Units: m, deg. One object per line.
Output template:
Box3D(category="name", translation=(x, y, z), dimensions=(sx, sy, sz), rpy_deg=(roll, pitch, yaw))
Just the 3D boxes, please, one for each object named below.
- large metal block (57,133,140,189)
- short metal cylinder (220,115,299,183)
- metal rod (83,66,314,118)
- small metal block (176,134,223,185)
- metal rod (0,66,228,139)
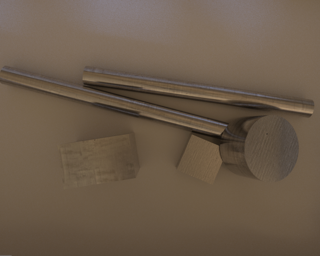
Box3D(category="large metal block", translation=(-0.071, 0.037, 0.383), dimensions=(0.081, 0.080, 0.050), rpy_deg=(-9, 90, 0))
Box3D(category="short metal cylinder", translation=(0.124, 0.024, 0.388), dimensions=(0.081, 0.050, 0.079), rpy_deg=(0, 90, -22))
Box3D(category="metal rod", translation=(0.050, -0.048, 0.412), dimensions=(0.302, 0.025, 0.025), rpy_deg=(8, 90, -1))
Box3D(category="small metal block", translation=(0.055, 0.041, 0.412), dimensions=(0.050, 0.025, 0.050), rpy_deg=(23, 90, -1))
Box3D(category="metal rod", translation=(-0.059, -0.033, 0.410), dimensions=(0.302, 0.025, 0.025), rpy_deg=(14, 90, -1))
